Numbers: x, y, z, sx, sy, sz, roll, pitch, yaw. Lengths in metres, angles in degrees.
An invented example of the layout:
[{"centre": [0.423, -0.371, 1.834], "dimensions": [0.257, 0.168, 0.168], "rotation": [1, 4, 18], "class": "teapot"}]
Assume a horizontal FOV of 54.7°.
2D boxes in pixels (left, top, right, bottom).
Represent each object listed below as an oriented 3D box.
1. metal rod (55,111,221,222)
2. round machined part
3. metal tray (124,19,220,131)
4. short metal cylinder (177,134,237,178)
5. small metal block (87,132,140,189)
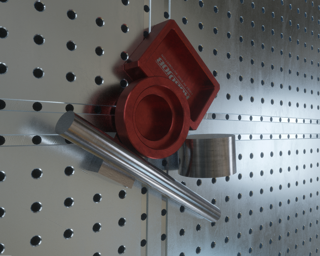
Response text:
[{"centre": [-0.001, 0.065, 0.384], "dimensions": [0.301, 0.025, 0.025], "rotation": [39, 66, -43], "class": "metal rod"}, {"centre": [-0.013, -0.012, 0.379], "dimensions": [0.099, 0.042, 0.097], "rotation": [0, 90, -38], "class": "round machined part"}, {"centre": [0.023, -0.069, 0.426], "dimensions": [0.130, 0.030, 0.090], "rotation": [47, 61, -30], "class": "metal tray"}, {"centre": [0.064, 0.036, 0.428], "dimensions": [0.081, 0.080, 0.050], "rotation": [-5, 94, -40], "class": "short metal cylinder"}, {"centre": [-0.050, 0.039, 0.369], "dimensions": [0.050, 0.025, 0.050], "rotation": [35, 68, -35], "class": "small metal block"}]
